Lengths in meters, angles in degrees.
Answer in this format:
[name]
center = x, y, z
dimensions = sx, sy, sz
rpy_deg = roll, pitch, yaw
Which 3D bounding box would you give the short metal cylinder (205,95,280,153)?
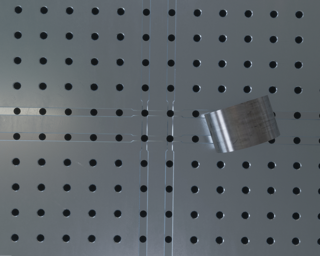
[short metal cylinder]
center = 0.101, -0.005, 0.386
dimensions = 0.080, 0.080, 0.050
rpy_deg = -17, 90, 0
